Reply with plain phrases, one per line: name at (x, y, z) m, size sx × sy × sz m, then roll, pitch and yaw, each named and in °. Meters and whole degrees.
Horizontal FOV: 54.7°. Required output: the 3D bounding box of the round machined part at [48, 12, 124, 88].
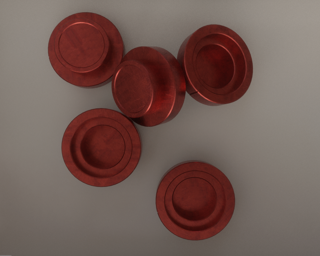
round machined part at (-0.097, -0.102, 0.402) m, size 0.099 × 0.042 × 0.097 m, roll 0°, pitch 90°, yaw 0°

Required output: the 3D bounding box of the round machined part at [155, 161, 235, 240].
round machined part at (0.044, 0.090, 0.403) m, size 0.099 × 0.042 × 0.097 m, roll 0°, pitch 90°, yaw 0°

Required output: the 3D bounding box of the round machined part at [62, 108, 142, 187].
round machined part at (-0.072, 0.024, 0.401) m, size 0.099 × 0.042 × 0.097 m, roll 0°, pitch 91°, yaw 1°

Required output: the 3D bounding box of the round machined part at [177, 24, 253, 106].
round machined part at (0.065, -0.076, 0.392) m, size 0.099 × 0.042 × 0.097 m, roll 2°, pitch 85°, yaw -23°

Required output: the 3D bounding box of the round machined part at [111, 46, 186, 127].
round machined part at (-0.021, -0.049, 0.376) m, size 0.098 × 0.042 × 0.097 m, roll 11°, pitch 108°, yaw 38°
